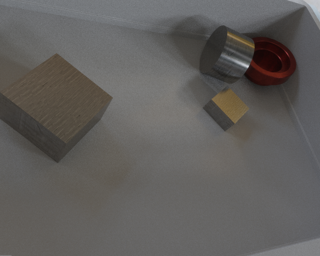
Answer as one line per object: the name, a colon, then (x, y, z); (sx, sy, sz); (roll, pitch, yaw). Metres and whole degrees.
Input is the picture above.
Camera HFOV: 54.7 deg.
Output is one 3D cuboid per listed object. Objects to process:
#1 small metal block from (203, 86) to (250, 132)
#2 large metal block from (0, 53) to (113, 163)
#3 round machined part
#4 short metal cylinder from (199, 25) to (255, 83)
small metal block: (0.103, -0.031, 0.482); (0.050, 0.025, 0.050); (47, 51, 5)
large metal block: (-0.114, -0.023, 0.343); (0.080, 0.050, 0.080); (39, 51, -3)
round machined part: (0.189, -0.115, 0.560); (0.099, 0.042, 0.098); (6, 58, -9)
short metal cylinder: (0.107, -0.118, 0.502); (0.050, 0.080, 0.080); (19, 54, -18)
